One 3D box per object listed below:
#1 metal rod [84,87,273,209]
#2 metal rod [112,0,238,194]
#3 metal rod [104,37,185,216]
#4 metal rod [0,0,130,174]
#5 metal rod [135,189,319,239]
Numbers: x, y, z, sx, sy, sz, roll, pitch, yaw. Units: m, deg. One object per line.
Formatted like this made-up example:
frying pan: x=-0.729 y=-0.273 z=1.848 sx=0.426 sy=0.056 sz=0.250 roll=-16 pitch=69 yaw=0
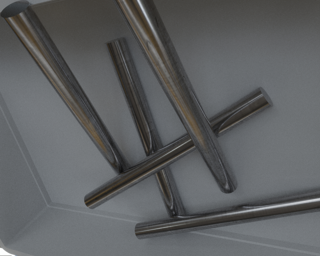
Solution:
metal rod: x=0.004 y=0.039 z=0.400 sx=0.299 sy=0.025 sz=0.025 roll=-34 pitch=100 yaw=29
metal rod: x=0.031 y=-0.013 z=0.304 sx=0.025 sy=0.025 sz=0.300 roll=-1 pitch=143 yaw=28
metal rod: x=-0.011 y=0.025 z=0.428 sx=0.025 sy=0.025 sz=0.298 roll=-5 pitch=116 yaw=30
metal rod: x=-0.084 y=-0.009 z=0.369 sx=0.025 sy=0.025 sz=0.299 roll=9 pitch=147 yaw=23
metal rod: x=0.093 y=0.116 z=0.409 sx=0.300 sy=0.025 sz=0.025 roll=-20 pitch=108 yaw=28
